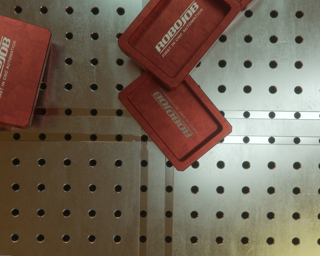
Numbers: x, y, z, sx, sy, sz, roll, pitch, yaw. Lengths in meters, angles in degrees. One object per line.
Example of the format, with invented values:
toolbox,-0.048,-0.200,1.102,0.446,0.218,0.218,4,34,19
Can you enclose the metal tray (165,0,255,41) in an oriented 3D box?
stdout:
metal tray,0.074,-0.183,0.411,0.130,0.030,0.090,-43,90,0

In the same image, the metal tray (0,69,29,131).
metal tray,-0.246,-0.062,0.409,0.130,0.030,0.090,27,90,0

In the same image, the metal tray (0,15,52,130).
metal tray,-0.195,-0.071,0.386,0.091,0.030,0.130,13,80,-18

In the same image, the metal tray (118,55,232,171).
metal tray,0.020,-0.020,0.410,0.090,0.030,0.130,-39,90,0

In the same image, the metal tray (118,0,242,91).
metal tray,0.023,-0.122,0.380,0.090,0.030,0.130,39,90,0
